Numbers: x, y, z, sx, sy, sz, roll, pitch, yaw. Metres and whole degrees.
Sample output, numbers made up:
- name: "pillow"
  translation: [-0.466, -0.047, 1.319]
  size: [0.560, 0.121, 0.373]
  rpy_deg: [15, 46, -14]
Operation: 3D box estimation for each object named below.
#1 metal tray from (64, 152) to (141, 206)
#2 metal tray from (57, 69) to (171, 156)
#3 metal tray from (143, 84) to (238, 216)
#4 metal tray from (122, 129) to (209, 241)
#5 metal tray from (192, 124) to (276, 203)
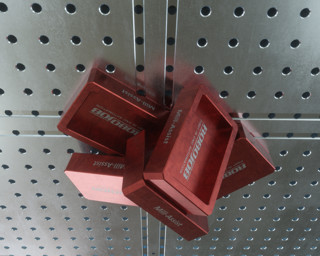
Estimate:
- name: "metal tray"
  translation: [-0.058, 0.077, 0.441]
  size: [0.131, 0.030, 0.090]
  rpy_deg: [4, 143, 15]
- name: "metal tray"
  translation: [-0.053, -0.007, 0.402]
  size: [0.131, 0.030, 0.090]
  rpy_deg: [29, 124, -23]
- name: "metal tray"
  translation: [0.042, 0.024, 0.365]
  size: [0.030, 0.130, 0.090]
  rpy_deg: [-9, 136, 45]
- name: "metal tray"
  translation: [0.010, 0.073, 0.391]
  size: [0.030, 0.090, 0.130]
  rpy_deg: [-31, 124, 23]
- name: "metal tray"
  translation: [0.089, 0.059, 0.458]
  size: [0.130, 0.030, 0.090]
  rpy_deg: [-34, 123, 25]
